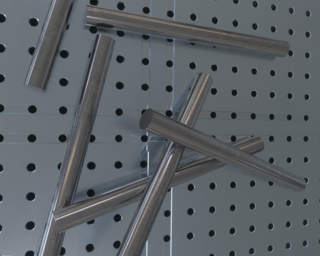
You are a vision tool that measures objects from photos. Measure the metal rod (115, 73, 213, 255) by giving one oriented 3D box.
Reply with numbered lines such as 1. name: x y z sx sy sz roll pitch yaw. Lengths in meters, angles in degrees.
1. metal rod: 0.005 0.054 0.374 0.025 0.025 0.300 33 64 -17

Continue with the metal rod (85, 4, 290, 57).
1. metal rod: 0.051 -0.130 0.430 0.302 0.025 0.025 3 89 -20

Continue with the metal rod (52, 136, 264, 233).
1. metal rod: 0.016 0.064 0.404 0.302 0.025 0.025 -17 96 -24

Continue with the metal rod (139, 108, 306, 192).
1. metal rod: 0.103 0.040 0.416 0.302 0.025 0.025 23 82 -32

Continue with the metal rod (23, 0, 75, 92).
1. metal rod: -0.104 -0.189 0.373 0.025 0.025 0.299 18 84 -19

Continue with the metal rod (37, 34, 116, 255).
1. metal rod: -0.103 0.033 0.374 0.025 0.025 0.299 15 85 -19
